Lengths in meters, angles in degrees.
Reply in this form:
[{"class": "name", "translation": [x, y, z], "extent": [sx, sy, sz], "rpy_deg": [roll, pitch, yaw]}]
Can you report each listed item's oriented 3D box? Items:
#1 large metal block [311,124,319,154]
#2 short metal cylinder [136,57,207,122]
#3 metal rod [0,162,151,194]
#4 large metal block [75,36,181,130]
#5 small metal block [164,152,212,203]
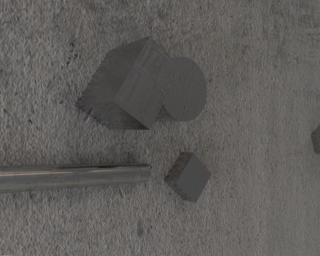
[{"class": "large metal block", "translation": [0.407, 0.020, 0.710], "extent": [0.081, 0.080, 0.050], "rpy_deg": [-34, 111, -35]}, {"class": "short metal cylinder", "translation": [0.015, -0.048, 0.400], "extent": [0.081, 0.050, 0.080], "rpy_deg": [0, 90, -40]}, {"class": "metal rod", "translation": [-0.135, 0.048, 0.291], "extent": [0.302, 0.025, 0.025], "rpy_deg": [4, 88, -40]}, {"class": "large metal block", "translation": [-0.036, -0.045, 0.339], "extent": [0.050, 0.080, 0.080], "rpy_deg": [39, 66, -33]}, {"class": "small metal block", "translation": [0.040, 0.069, 0.438], "extent": [0.050, 0.025, 0.050], "rpy_deg": [50, 61, -29]}]
